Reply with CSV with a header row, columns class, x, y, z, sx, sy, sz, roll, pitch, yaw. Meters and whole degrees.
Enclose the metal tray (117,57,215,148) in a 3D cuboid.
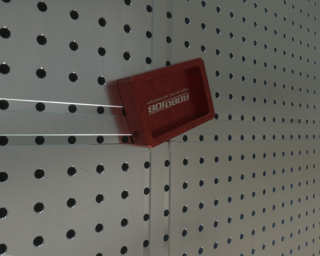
class,x,y,z,sx,sy,sz,roll,pitch,yaw
metal tray,0.014,-0.037,0.416,0.131,0.030,0.090,-24,105,-37
